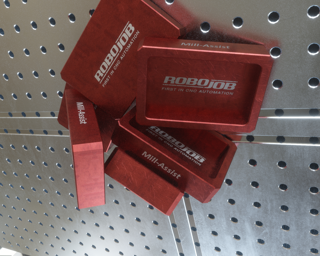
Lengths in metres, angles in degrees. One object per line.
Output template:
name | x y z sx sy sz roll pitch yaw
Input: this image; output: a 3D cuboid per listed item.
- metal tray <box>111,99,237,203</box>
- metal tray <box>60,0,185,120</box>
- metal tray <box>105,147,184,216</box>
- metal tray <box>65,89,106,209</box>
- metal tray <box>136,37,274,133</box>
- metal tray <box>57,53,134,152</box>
metal tray | 0.020 0.018 0.369 0.130 0.090 0.030 33 128 6
metal tray | -0.045 -0.085 0.356 0.090 0.030 0.129 38 115 -2
metal tray | -0.013 0.061 0.394 0.090 0.130 0.030 33 90 6
metal tray | -0.092 0.019 0.375 0.030 0.130 0.089 -6 125 -17
metal tray | 0.042 -0.044 0.328 0.131 0.030 0.089 4 123 0
metal tray | -0.088 -0.036 0.433 0.090 0.030 0.129 33 129 5
